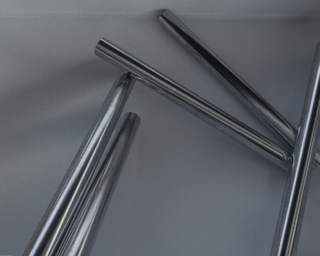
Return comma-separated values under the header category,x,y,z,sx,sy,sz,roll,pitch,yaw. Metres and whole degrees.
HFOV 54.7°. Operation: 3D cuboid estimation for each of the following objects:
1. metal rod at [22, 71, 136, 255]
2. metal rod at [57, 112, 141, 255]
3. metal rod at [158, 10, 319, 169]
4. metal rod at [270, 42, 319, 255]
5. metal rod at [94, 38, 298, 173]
category,x,y,z,sx,sy,sz,roll,pitch,yaw
metal rod,-0.071,0.016,0.341,0.025,0.025,0.300,13,47,5
metal rod,-0.063,0.077,0.297,0.025,0.025,0.301,11,37,4
metal rod,0.105,-0.062,0.432,0.025,0.025,0.300,-39,75,-13
metal rod,0.178,0.017,0.376,0.025,0.025,0.300,19,69,7
metal rod,0.049,-0.027,0.398,0.301,0.025,0.025,32,73,2
